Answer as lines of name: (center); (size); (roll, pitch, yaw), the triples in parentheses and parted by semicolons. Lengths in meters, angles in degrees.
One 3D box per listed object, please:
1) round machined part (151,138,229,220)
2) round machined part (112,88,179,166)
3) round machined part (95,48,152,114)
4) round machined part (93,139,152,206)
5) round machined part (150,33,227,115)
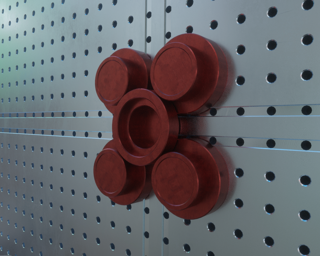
round machined part: (0.028, 0.061, 0.372); (0.098, 0.042, 0.097); (0, 90, 39)
round machined part: (-0.014, -0.001, 0.406); (0.098, 0.042, 0.097); (0, 90, 39)
round machined part: (-0.055, -0.065, 0.440); (0.098, 0.042, 0.097); (0, 90, 39)
round machined part: (-0.058, 0.062, 0.444); (0.098, 0.042, 0.097); (0, 90, 39)
round machined part: (0.027, -0.065, 0.374); (0.098, 0.042, 0.097); (0, 90, 39)
